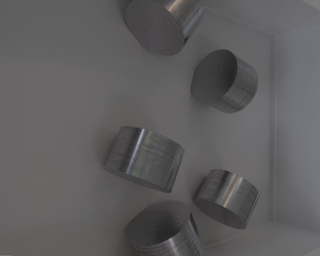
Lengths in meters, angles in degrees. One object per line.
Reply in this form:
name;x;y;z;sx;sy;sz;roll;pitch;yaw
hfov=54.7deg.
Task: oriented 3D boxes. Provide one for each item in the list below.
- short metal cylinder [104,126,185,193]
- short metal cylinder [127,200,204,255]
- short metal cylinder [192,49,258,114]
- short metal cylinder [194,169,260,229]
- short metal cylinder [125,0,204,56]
short metal cylinder;-0.017;0.037;0.356;0.080;0.080;0.050;32;70;-36
short metal cylinder;0.007;0.133;0.377;0.081;0.080;0.050;-34;111;-35
short metal cylinder;0.093;-0.066;0.448;0.050;0.080;0.080;20;77;-38
short metal cylinder;0.097;0.104;0.452;0.080;0.080;0.050;48;62;-30
short metal cylinder;0.006;-0.135;0.375;0.080;0.080;0.050;48;62;-30
